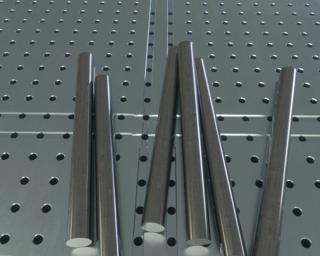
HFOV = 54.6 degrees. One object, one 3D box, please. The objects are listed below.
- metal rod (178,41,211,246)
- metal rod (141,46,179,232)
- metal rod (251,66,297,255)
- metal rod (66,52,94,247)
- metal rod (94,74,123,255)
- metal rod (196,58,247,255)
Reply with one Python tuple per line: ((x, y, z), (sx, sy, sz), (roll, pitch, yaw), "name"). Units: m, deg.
((0.040, -0.006, 0.400), (0.025, 0.025, 0.300), (0, 54, 0), "metal rod")
((0.009, -0.011, 0.417), (0.025, 0.025, 0.300), (5, 50, 4), "metal rod")
((0.149, 0.023, 0.388), (0.025, 0.025, 0.301), (15, 52, 12), "metal rod")
((-0.101, 0.001, 0.406), (0.025, 0.025, 0.300), (-6, 50, -5), "metal rod")
((-0.065, 0.043, 0.371), (0.025, 0.025, 0.300), (-6, 50, -5), "metal rod")
((0.066, 0.013, 0.397), (0.025, 0.025, 0.300), (-2, 50, -2), "metal rod")
